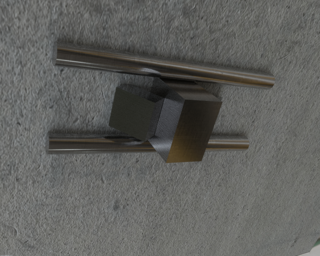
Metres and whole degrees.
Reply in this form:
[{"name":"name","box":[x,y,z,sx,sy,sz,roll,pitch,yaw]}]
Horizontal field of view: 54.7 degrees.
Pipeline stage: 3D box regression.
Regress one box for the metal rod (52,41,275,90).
[{"name":"metal rod","box":[0.027,-0.071,0.381,0.303,0.025,0.025,1,118,-29]}]

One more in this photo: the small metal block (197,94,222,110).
[{"name":"small metal block","box":[0.062,-0.016,0.416,0.025,0.050,0.050,19,114,9]}]

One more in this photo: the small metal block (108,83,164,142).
[{"name":"small metal block","box":[-0.028,-0.019,0.365,0.025,0.050,0.050,-36,146,-60]}]

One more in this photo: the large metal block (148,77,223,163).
[{"name":"large metal block","box":[0.021,-0.014,0.380,0.050,0.080,0.079,1,118,-29]}]

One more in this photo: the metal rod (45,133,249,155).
[{"name":"metal rod","box":[0.004,0.021,0.425,0.303,0.025,0.025,2,118,-30]}]
